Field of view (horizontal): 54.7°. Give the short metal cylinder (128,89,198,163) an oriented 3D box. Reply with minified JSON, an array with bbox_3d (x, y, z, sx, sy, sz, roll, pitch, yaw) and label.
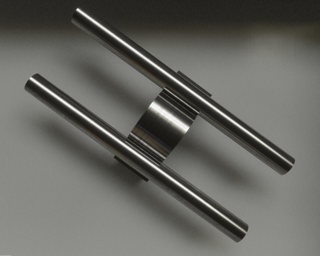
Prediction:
[{"bbox_3d":[0.003,-0.003,0.382,0.050,0.080,0.080,37,90,-1],"label":"short metal cylinder"}]

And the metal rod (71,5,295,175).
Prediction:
[{"bbox_3d":[0.027,-0.043,0.360,0.301,0.025,0.025,36,90,-1],"label":"metal rod"}]

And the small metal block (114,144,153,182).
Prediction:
[{"bbox_3d":[-0.028,0.040,0.397,0.050,0.050,0.025,37,90,-1],"label":"small metal block"}]

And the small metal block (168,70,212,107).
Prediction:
[{"bbox_3d":[0.035,-0.045,0.397,0.050,0.050,0.025,37,90,-1],"label":"small metal block"}]

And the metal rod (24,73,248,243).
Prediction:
[{"bbox_3d":[-0.027,0.035,0.361,0.301,0.025,0.025,36,90,0],"label":"metal rod"}]
